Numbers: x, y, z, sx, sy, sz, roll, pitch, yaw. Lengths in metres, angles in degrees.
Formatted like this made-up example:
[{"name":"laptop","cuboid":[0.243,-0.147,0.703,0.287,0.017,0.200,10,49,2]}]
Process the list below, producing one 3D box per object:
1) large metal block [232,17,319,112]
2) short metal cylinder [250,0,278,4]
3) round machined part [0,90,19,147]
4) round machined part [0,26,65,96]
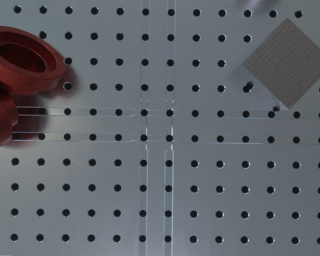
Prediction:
[{"name":"large metal block","cuboid":[0.156,-0.079,0.402,0.080,0.050,0.080,44,90,0]},{"name":"short metal cylinder","cuboid":[0.143,-0.211,0.402,0.081,0.050,0.080,0,90,0]},{"name":"round machined part","cuboid":[-0.217,-0.023,0.386,0.098,0.042,0.097,19,128,26]},{"name":"round machined part","cuboid":[-0.173,-0.078,0.382,0.098,0.098,0.042,40,119,0]}]
